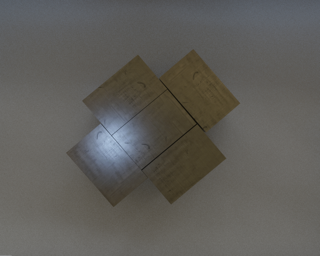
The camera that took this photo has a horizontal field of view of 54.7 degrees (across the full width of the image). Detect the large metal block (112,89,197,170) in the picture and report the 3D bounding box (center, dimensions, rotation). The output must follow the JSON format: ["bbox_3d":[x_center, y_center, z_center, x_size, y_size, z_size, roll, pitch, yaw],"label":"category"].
[{"bbox_3d":[-0.006,0.001,0.383,0.080,0.080,0.050,-40,90,0],"label":"large metal block"}]

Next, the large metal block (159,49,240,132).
[{"bbox_3d":[0.044,-0.042,0.384,0.050,0.080,0.080,-41,91,0],"label":"large metal block"}]

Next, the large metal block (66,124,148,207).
[{"bbox_3d":[-0.059,0.041,0.382,0.050,0.080,0.080,-41,91,0],"label":"large metal block"}]

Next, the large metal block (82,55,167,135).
[{"bbox_3d":[-0.039,-0.037,0.382,0.080,0.080,0.050,-40,90,0],"label":"large metal block"}]

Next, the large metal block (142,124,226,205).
[{"bbox_3d":[0.027,0.040,0.384,0.080,0.080,0.050,-40,90,0],"label":"large metal block"}]
